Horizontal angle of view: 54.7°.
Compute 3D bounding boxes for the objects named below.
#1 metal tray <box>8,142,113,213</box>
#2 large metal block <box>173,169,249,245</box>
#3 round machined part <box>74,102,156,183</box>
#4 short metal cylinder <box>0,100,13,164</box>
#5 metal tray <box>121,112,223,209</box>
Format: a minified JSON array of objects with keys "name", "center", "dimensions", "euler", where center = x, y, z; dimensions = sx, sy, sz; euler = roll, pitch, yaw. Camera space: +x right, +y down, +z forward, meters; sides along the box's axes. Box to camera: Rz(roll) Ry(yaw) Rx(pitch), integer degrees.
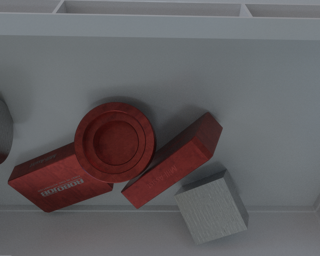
[{"name":"metal tray","center":[-0.147,0.077,0.469],"dimensions":[0.130,0.030,0.090],"euler":[-22,127,17]},{"name":"large metal block","center":[0.079,0.119,0.470],"dimensions":[0.080,0.050,0.080],"euler":[-25,88,19]},{"name":"round machined part","center":[-0.053,0.019,0.390],"dimensions":[0.099,0.097,0.042],"euler":[-6,173,4]},{"name":"short metal cylinder","center":[-0.221,0.005,0.374],"dimensions":[0.050,0.080,0.079],"euler":[0,130,0]},{"name":"metal tray","center":[0.016,0.041,0.398],"dimensions":[0.130,0.090,0.030],"euler":[-40,95,28]}]
